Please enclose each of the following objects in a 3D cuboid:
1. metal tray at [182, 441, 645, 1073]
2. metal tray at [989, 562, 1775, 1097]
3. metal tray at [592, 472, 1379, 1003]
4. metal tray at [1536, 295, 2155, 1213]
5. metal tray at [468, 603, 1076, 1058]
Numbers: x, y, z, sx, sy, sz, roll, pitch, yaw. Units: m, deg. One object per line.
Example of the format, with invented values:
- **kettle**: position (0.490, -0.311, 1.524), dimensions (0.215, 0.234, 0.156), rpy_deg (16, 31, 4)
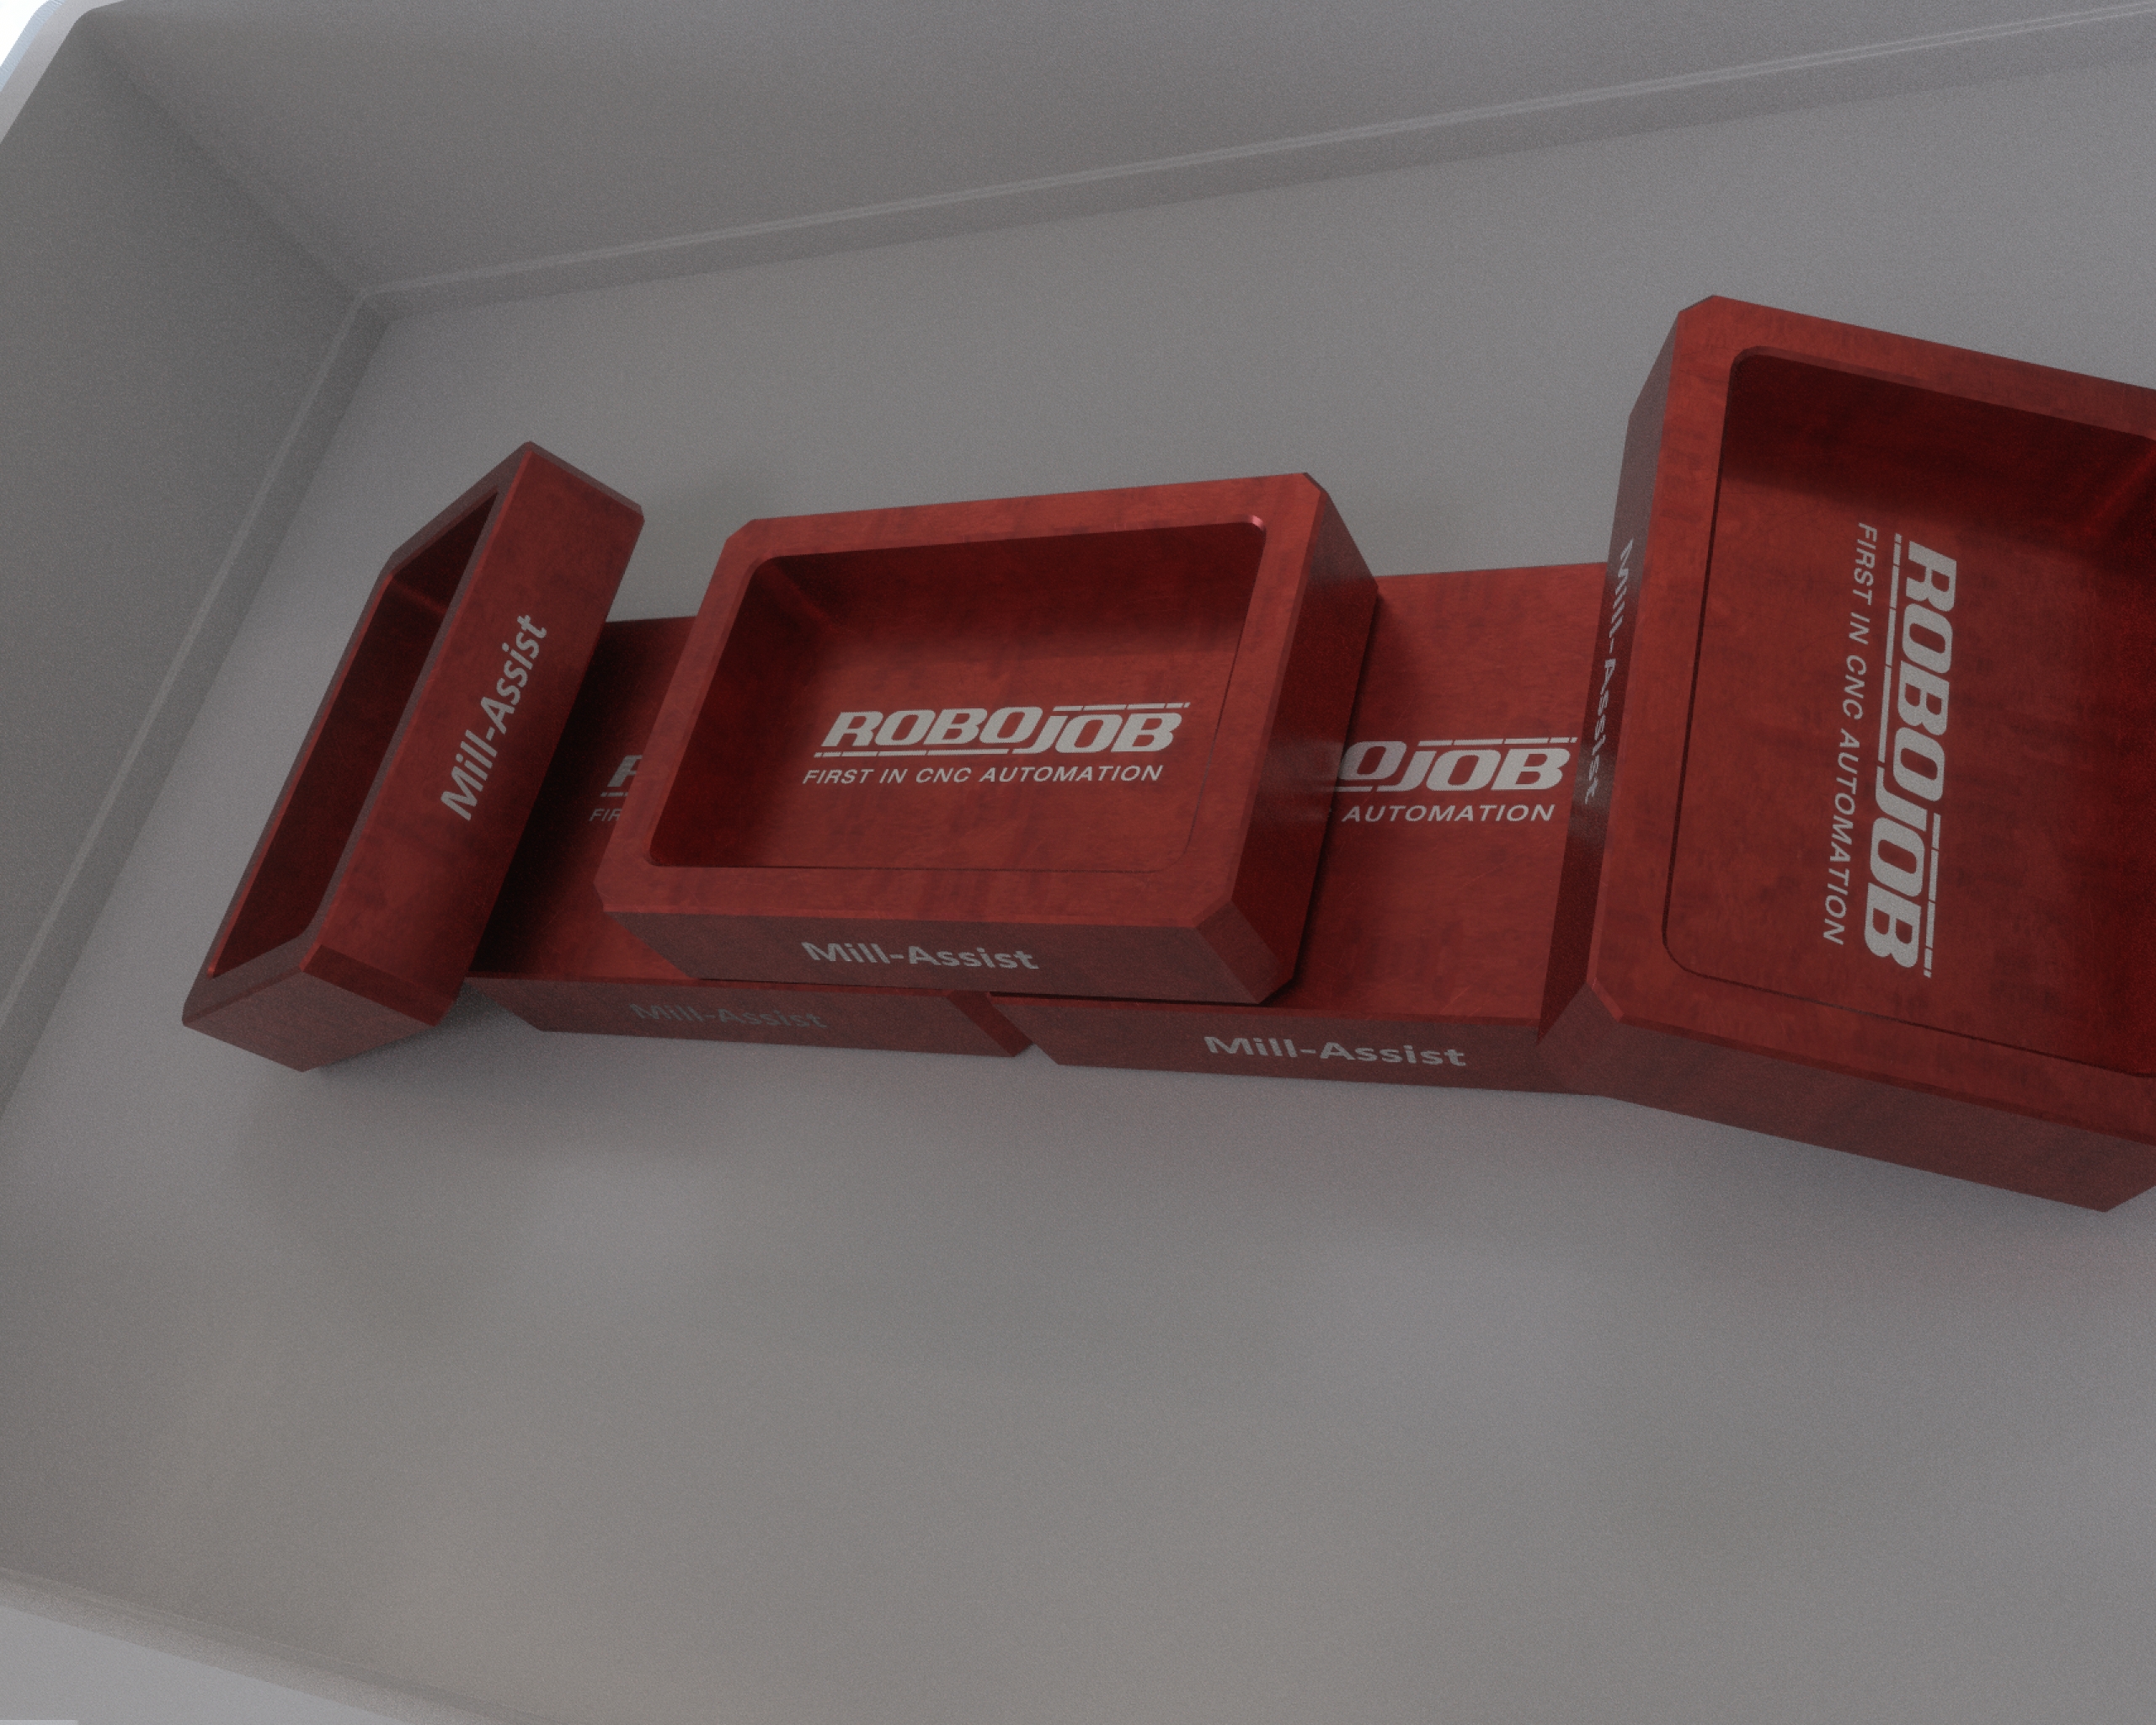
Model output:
- **metal tray**: position (-0.150, -0.022, 0.470), dimensions (0.090, 0.030, 0.130), rpy_deg (-17, 50, 50)
- **metal tray**: position (0.054, -0.007, 0.378), dimensions (0.130, 0.030, 0.090), rpy_deg (0, 62, 28)
- **metal tray**: position (-0.018, -0.023, 0.385), dimensions (0.130, 0.030, 0.090), rpy_deg (1, 61, 28)
- **metal tray**: position (0.127, -0.020, 0.322), dimensions (0.090, 0.030, 0.130), rpy_deg (13, 65, 3)
- **metal tray**: position (-0.061, -0.009, 0.439), dimensions (0.130, 0.030, 0.090), rpy_deg (0, 62, 28)
